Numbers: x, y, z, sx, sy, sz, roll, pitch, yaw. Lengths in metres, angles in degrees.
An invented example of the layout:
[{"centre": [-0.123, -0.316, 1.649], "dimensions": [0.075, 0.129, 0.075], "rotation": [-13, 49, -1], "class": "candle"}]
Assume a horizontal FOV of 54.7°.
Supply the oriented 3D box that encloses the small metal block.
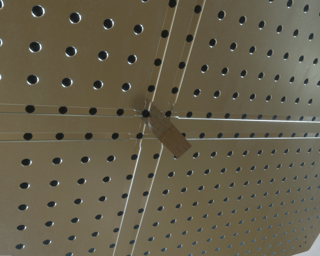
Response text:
[{"centre": [0.009, 0.006, 0.405], "dimensions": [0.025, 0.050, 0.050], "rotation": [-43, 130, 1], "class": "small metal block"}]
